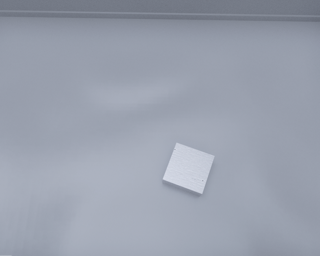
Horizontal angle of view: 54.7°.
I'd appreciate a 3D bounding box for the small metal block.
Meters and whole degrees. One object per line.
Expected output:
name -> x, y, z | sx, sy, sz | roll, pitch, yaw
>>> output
small metal block -> 0.036, 0.053, 0.391 | 0.050, 0.025, 0.050 | 20, 71, 6
